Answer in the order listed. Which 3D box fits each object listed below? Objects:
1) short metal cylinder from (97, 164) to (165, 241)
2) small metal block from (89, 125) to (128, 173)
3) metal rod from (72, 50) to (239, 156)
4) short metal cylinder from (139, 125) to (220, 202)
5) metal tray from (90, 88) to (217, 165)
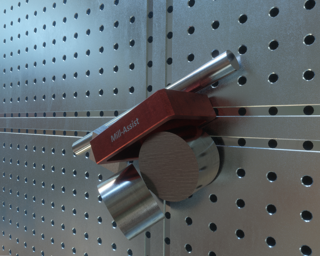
[{"bbox_3d":[-0.036,0.092,0.389,0.050,0.080,0.080,-31,64,-9],"label":"short metal cylinder"},{"bbox_3d":[-0.072,0.031,0.447,0.050,0.025,0.050,26,123,17],"label":"small metal block"},{"bbox_3d":[-0.028,-0.020,0.427,0.299,0.025,0.025,-27,73,36],"label":"metal rod"},{"bbox_3d":[0.022,0.040,0.363,0.080,0.050,0.079,7,103,35],"label":"short metal cylinder"},{"bbox_3d":[-0.010,0.002,0.370,0.130,0.091,0.030,-33,70,35],"label":"metal tray"}]
